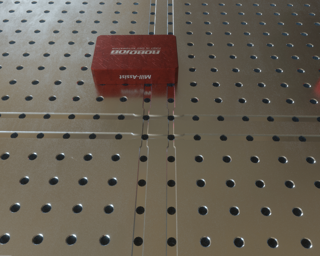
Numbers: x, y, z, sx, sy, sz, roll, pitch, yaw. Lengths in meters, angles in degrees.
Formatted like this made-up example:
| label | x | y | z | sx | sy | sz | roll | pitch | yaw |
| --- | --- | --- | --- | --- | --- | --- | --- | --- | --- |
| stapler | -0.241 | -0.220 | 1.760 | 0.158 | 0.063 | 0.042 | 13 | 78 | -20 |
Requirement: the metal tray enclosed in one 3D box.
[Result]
| label | x | y | z | sx | sy | sz | roll | pitch | yaw |
| --- | --- | --- | --- | --- | --- | --- | --- | --- | --- |
| metal tray | -0.038 | -0.112 | 0.498 | 0.131 | 0.030 | 0.090 | -1 | 50 | -1 |
